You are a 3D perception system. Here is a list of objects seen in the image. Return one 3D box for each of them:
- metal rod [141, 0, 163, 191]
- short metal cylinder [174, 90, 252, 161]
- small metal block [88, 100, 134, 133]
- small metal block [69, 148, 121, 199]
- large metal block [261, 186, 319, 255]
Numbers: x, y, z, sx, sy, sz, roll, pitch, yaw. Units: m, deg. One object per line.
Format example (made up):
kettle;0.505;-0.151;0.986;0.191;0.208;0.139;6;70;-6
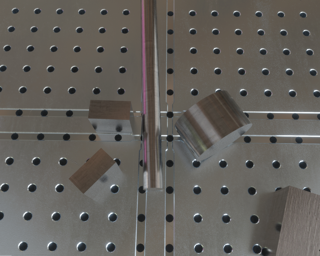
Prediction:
metal rod;-0.013;-0.064;0.434;0.025;0.025;0.299;-2;70;-1
short metal cylinder;0.065;-0.002;0.383;0.080;0.080;0.050;-30;73;-10
small metal block;-0.062;-0.014;0.403;0.050;0.050;0.025;2;70;1
small metal block;-0.077;0.057;0.377;0.025;0.050;0.050;42;75;13
large metal block;0.171;0.121;0.355;0.080;0.050;0.080;18;71;6
